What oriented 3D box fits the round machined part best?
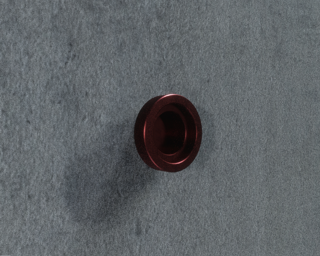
[{"bbox_3d":[0.006,0.006,0.401,0.099,0.042,0.097,0,90,-40],"label":"round machined part"}]
